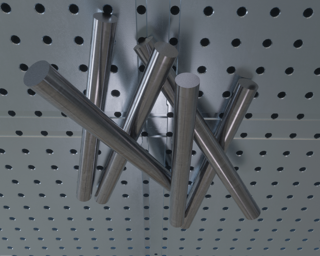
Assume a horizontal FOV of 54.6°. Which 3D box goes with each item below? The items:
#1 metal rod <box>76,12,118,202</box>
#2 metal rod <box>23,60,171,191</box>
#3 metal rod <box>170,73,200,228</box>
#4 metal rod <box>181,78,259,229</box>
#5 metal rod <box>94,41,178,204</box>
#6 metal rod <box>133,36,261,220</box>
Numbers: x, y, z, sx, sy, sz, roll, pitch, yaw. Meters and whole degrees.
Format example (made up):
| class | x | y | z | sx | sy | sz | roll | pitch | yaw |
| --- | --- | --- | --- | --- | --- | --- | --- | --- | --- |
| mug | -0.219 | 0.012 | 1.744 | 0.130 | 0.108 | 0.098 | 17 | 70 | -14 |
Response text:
| class | x | y | z | sx | sy | sz | roll | pitch | yaw |
| --- | --- | --- | --- | --- | --- | --- | --- | --- | --- |
| metal rod | -0.089 | -0.002 | 0.409 | 0.025 | 0.025 | 0.298 | 10 | 130 | -9 |
| metal rod | -0.040 | 0.022 | 0.366 | 0.025 | 0.025 | 0.300 | -19 | 147 | 15 |
| metal rod | 0.028 | 0.055 | 0.418 | 0.025 | 0.025 | 0.298 | 0 | 137 | 0 |
| metal rod | 0.074 | 0.059 | 0.461 | 0.025 | 0.025 | 0.298 | 9 | 130 | -8 |
| metal rod | -0.045 | 0.019 | 0.405 | 0.025 | 0.025 | 0.298 | 15 | 135 | -13 |
| metal rod | 0.060 | 0.018 | 0.399 | 0.025 | 0.025 | 0.300 | -26 | 118 | 20 |
